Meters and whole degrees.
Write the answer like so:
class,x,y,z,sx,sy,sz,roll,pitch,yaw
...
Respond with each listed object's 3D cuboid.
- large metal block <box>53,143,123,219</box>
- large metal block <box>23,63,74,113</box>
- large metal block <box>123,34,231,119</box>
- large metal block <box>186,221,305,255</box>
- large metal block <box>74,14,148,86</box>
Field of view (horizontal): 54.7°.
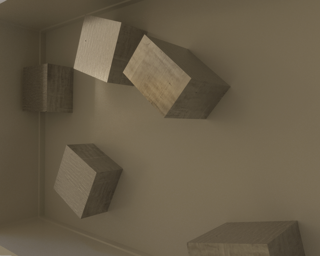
class,x,y,z,sx,sy,sz,roll,pitch,yaw
large metal block,-0.113,0.079,0.481,0.080,0.050,0.079,33,110,34
large metal block,-0.200,-0.068,0.552,0.080,0.050,0.079,3,92,39
large metal block,0.019,-0.055,0.353,0.080,0.081,0.050,49,119,28
large metal block,0.086,0.125,0.299,0.080,0.081,0.050,-16,80,38
large metal block,-0.073,-0.112,0.448,0.080,0.050,0.079,26,106,36
